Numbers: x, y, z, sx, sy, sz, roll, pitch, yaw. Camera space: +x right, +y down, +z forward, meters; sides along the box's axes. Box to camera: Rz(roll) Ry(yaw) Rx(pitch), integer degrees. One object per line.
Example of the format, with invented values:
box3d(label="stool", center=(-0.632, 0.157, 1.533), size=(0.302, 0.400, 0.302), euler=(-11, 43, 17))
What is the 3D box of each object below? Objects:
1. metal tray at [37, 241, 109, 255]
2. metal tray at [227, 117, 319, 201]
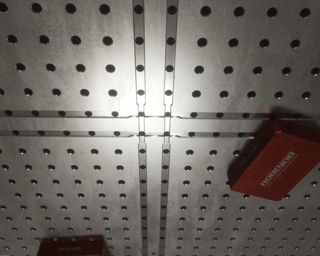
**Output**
box3d(label="metal tray", center=(-0.174, 0.272, 0.637), size=(0.131, 0.030, 0.089), euler=(-4, 130, 3))
box3d(label="metal tray", center=(0.170, 0.051, 0.455), size=(0.091, 0.030, 0.129), euler=(16, 128, -14))
